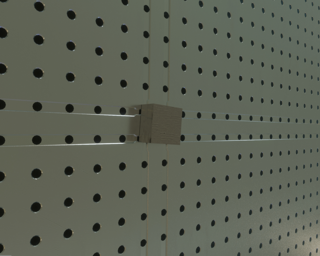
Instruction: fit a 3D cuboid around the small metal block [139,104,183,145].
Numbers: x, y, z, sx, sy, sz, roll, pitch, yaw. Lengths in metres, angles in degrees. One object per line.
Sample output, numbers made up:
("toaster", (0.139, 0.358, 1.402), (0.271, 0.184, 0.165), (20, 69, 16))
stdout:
("small metal block", (0.002, -0.004, 0.412), (0.050, 0.025, 0.050), (6, 86, -40))
